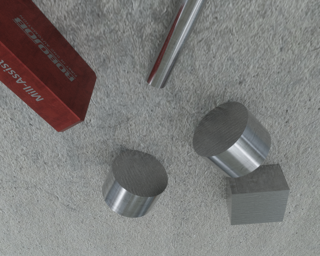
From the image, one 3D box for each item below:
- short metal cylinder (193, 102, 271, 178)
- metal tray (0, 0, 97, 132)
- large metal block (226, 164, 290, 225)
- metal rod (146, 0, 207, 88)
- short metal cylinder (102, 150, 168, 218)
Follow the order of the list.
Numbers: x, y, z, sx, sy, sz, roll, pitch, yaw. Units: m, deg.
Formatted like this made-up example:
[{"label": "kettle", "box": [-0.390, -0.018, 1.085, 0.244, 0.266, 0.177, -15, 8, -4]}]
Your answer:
[{"label": "short metal cylinder", "box": [0.088, 0.014, 0.384, 0.080, 0.080, 0.050, -35, 122, 26]}, {"label": "metal tray", "box": [-0.121, -0.069, 0.304, 0.030, 0.090, 0.130, -26, 126, 20]}, {"label": "large metal block", "box": [0.147, 0.104, 0.481, 0.080, 0.050, 0.080, -6, 130, 4]}, {"label": "metal rod", "box": [0.051, -0.159, 0.271, 0.025, 0.025, 0.298, 17, 128, -14]}, {"label": "short metal cylinder", "box": [-0.036, 0.078, 0.437, 0.081, 0.080, 0.050, 17, 128, -14]}]
